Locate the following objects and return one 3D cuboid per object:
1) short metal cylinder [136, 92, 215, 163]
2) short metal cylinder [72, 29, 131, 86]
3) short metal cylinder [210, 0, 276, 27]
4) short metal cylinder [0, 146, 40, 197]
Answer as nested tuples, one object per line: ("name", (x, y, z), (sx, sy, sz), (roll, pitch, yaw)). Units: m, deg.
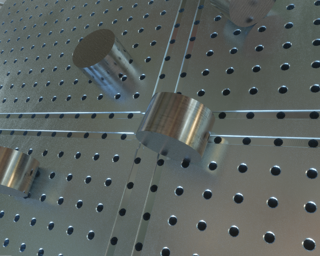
("short metal cylinder", (0.018, 0.001, 0.363), (0.080, 0.080, 0.050), (10, 67, 32))
("short metal cylinder", (-0.096, -0.117, 0.514), (0.080, 0.050, 0.080), (-13, 56, 21))
("short metal cylinder", (0.116, -0.188, 0.428), (0.080, 0.080, 0.050), (-37, 51, 4))
("short metal cylinder", (-0.225, 0.064, 0.452), (0.080, 0.080, 0.050), (-2, 61, 27))
